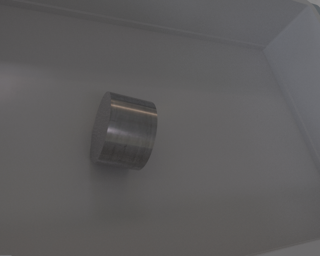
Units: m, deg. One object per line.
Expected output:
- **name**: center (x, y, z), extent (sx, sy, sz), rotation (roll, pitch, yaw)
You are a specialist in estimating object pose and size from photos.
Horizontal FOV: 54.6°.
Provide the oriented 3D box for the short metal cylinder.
- **short metal cylinder**: center (-0.042, 0.004, 0.345), extent (0.050, 0.080, 0.080), rotation (12, 57, -22)
